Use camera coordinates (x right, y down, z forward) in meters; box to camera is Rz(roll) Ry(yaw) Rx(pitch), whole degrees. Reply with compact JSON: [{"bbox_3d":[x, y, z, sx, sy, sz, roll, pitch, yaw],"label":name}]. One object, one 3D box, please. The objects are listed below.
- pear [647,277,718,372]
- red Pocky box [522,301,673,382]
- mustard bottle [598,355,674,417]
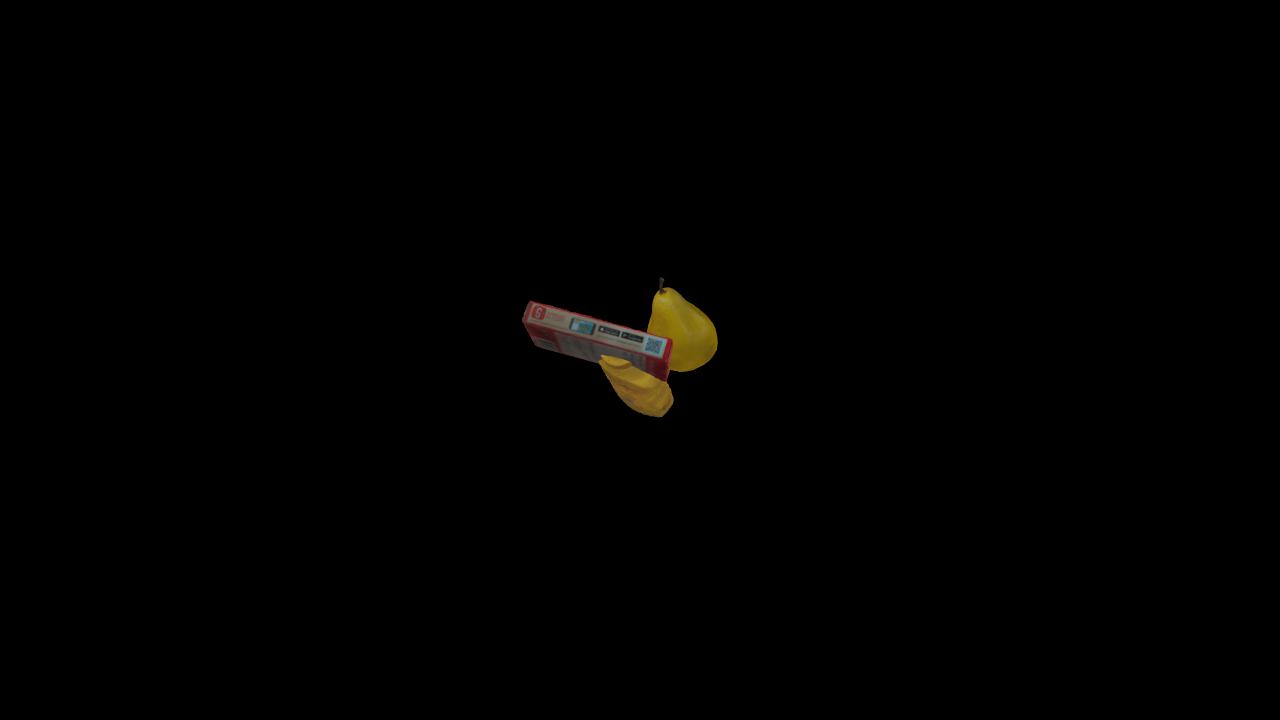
[{"bbox_3d":[0.034,-0.042,0.652,0.080,0.111,0.080,-24,28,13],"label":"pear"},{"bbox_3d":[-0.042,-0.018,0.651,0.155,0.028,0.083,15,-17,5],"label":"red Pocky box"},{"bbox_3d":[-0.011,0.010,0.706,0.092,0.054,0.184,41,-8,20],"label":"mustard bottle"}]
